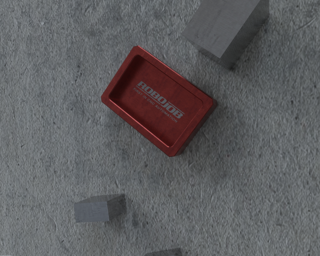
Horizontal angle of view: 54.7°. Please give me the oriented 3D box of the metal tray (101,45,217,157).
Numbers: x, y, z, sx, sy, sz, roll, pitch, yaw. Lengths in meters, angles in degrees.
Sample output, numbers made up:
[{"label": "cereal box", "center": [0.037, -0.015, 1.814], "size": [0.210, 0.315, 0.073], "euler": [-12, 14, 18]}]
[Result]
[{"label": "metal tray", "center": [-0.003, -0.035, 0.407], "size": [0.130, 0.030, 0.090], "euler": [39, 102, 15]}]

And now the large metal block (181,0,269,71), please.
[{"label": "large metal block", "center": [0.078, -0.118, 0.352], "size": [0.050, 0.080, 0.080], "euler": [37, 102, 16]}]

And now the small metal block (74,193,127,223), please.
[{"label": "small metal block", "center": [-0.081, 0.109, 0.424], "size": [0.050, 0.050, 0.025], "euler": [-9, 87, 20]}]

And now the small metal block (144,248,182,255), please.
[{"label": "small metal block", "center": [0.006, 0.190, 0.407], "size": [0.050, 0.025, 0.050], "euler": [-18, 84, 19]}]
